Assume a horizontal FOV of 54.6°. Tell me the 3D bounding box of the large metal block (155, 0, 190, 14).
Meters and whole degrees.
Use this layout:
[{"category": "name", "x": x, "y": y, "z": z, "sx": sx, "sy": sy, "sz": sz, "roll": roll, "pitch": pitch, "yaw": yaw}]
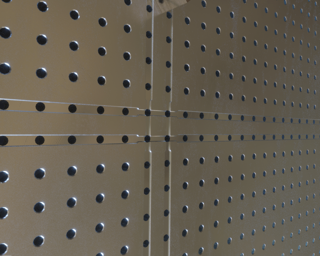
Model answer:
[{"category": "large metal block", "x": 0.022, "y": -0.213, "z": 0.410, "sx": 0.080, "sy": 0.050, "sz": 0.080, "roll": -47, "pitch": 118, "yaw": -30}]
